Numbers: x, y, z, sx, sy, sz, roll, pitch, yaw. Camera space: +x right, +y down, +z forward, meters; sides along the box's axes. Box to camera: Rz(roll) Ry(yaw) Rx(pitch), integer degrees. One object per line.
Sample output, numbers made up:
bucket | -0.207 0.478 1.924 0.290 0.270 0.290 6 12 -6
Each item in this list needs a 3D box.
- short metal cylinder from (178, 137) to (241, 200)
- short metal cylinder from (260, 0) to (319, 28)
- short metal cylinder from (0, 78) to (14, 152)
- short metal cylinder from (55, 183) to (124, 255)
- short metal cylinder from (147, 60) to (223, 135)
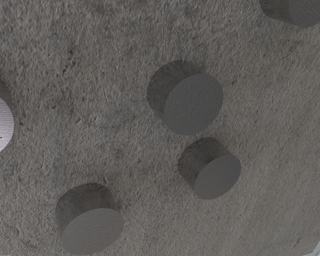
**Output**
short metal cylinder | 0.075 0.061 0.469 0.081 0.050 0.079 -14 124 -21
short metal cylinder | 0.171 -0.169 0.379 0.081 0.050 0.079 -14 124 -21
short metal cylinder | -0.180 -0.014 0.284 0.081 0.050 0.079 -14 124 -21
short metal cylinder | -0.095 0.121 0.414 0.081 0.050 0.079 -14 124 -21
short metal cylinder | 0.030 -0.038 0.384 0.081 0.050 0.079 -14 124 -21
